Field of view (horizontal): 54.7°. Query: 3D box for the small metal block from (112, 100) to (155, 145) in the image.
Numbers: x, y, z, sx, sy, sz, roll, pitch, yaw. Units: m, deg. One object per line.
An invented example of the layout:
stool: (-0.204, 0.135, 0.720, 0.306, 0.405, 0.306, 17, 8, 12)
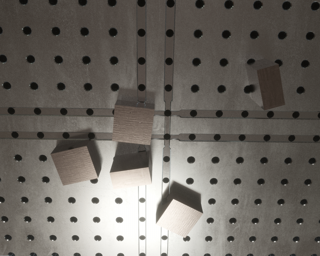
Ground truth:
small metal block: (-0.035, -0.008, 0.410, 0.050, 0.025, 0.050, 6, 110, -3)

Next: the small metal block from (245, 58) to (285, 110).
small metal block: (0.129, -0.055, 0.382, 0.025, 0.050, 0.050, -16, 110, 5)

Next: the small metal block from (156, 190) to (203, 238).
small metal block: (0.028, 0.128, 0.461, 0.050, 0.025, 0.050, 28, 107, -11)

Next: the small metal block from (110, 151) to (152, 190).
small metal block: (-0.037, 0.056, 0.420, 0.050, 0.050, 0.025, -8, 110, 2)

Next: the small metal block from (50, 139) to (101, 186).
small metal block: (-0.115, 0.047, 0.429, 0.050, 0.025, 0.050, -13, 110, 4)
